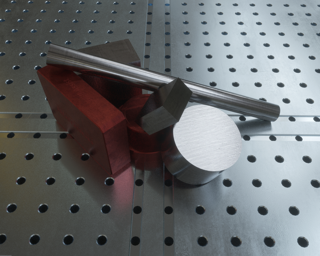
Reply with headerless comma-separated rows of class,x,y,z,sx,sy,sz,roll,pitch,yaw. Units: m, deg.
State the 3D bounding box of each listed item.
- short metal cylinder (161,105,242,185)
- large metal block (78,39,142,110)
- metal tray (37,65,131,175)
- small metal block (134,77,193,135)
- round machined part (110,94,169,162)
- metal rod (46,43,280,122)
short metal cylinder,0.047,0.020,0.360,0.081,0.050,0.080,7,62,-13
large metal block,-0.071,-0.067,0.425,0.081,0.080,0.050,-17,52,-14
metal tray,-0.091,-0.013,0.374,0.030,0.089,0.130,-36,59,-26
small metal block,0.004,-0.024,0.355,0.025,0.050,0.050,44,49,-20
round machined part,-0.016,-0.007,0.406,0.099,0.042,0.098,0,50,0
metal rod,0.017,-0.052,0.390,0.302,0.025,0.025,13,48,-15
